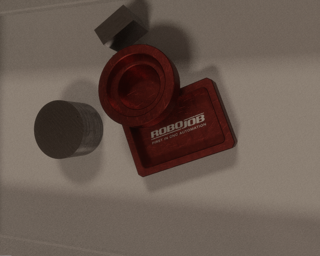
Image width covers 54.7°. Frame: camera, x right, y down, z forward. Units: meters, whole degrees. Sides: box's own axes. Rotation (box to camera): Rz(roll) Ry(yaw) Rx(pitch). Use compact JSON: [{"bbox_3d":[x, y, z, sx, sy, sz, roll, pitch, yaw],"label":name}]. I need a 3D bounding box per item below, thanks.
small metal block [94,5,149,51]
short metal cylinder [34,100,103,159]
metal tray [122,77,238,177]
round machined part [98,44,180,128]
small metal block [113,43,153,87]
[{"bbox_3d":[-0.050,-0.130,0.414,0.050,0.050,0.025,-35,79,16],"label":"small metal block"},{"bbox_3d":[-0.129,0.002,0.441,0.080,0.050,0.079,0,90,19],"label":"short metal cylinder"},{"bbox_3d":[0.022,0.001,0.399,0.130,0.030,0.090,-21,83,18],"label":"metal tray"},{"bbox_3d":[-0.022,-0.048,0.377,0.098,0.042,0.097,-3,82,21],"label":"round machined part"},{"bbox_3d":[-0.031,-0.081,0.421,0.050,0.025,0.050,-16,85,19],"label":"small metal block"}]
